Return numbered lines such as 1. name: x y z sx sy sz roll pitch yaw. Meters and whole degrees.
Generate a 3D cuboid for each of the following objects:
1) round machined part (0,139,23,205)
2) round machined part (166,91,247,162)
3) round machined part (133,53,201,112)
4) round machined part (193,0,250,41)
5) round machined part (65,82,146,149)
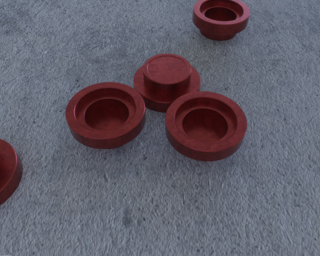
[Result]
1. round machined part: -0.214 0.048 0.351 0.099 0.042 0.098 0 50 0
2. round machined part: 0.056 0.002 0.391 0.099 0.042 0.098 0 50 0
3. round machined part: 0.010 -0.072 0.453 0.099 0.042 0.098 0 50 0
4. round machined part: 0.107 -0.193 0.555 0.099 0.042 0.098 0 50 0
5. round machined part: -0.068 -0.012 0.401 0.099 0.042 0.098 0 50 0
